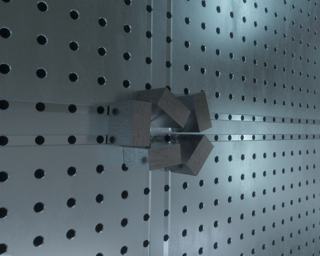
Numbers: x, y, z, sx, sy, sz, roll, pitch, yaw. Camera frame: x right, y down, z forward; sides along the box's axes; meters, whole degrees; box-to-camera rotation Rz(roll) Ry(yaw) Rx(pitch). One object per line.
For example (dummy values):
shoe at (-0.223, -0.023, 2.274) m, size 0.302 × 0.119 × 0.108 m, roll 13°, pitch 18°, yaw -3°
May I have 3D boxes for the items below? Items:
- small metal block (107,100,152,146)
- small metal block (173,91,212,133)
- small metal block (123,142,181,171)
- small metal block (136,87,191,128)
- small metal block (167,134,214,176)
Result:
small metal block at (-0.036, -0.005, 0.361) m, size 0.025 × 0.050 × 0.050 m, roll 5°, pitch 88°, yaw -40°
small metal block at (0.040, -0.021, 0.424) m, size 0.025 × 0.050 × 0.050 m, roll -21°, pitch 103°, yaw -38°
small metal block at (-0.010, 0.034, 0.383) m, size 0.050 × 0.050 × 0.025 m, roll -7°, pitch 94°, yaw -40°
small metal block at (0.002, -0.024, 0.393) m, size 0.050 × 0.050 × 0.025 m, roll 41°, pitch 66°, yaw -33°
small metal block at (0.037, 0.035, 0.422) m, size 0.025 × 0.050 × 0.050 m, roll 50°, pitch 61°, yaw -28°
